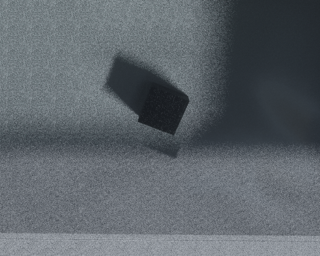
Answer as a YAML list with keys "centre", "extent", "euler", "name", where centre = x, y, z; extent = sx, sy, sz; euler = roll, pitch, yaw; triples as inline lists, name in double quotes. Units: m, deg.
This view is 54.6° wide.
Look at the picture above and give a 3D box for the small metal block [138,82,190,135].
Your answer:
- centre: [0.004, -0.025, 0.402]
  extent: [0.050, 0.025, 0.050]
  euler: [21, 109, -8]
  name: "small metal block"
